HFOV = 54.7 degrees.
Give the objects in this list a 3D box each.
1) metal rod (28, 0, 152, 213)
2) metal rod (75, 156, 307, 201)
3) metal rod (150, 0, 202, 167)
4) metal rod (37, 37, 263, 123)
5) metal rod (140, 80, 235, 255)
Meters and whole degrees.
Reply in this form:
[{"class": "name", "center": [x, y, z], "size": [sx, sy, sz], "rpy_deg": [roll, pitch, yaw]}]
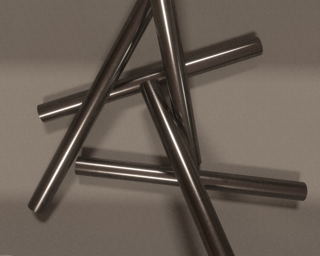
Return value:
[{"class": "metal rod", "center": [-0.088, -0.022, 0.387], "size": [0.025, 0.025, 0.299], "rpy_deg": [30, 99, -1]}, {"class": "metal rod", "center": [0.041, 0.067, 0.412], "size": [0.302, 0.025, 0.025], "rpy_deg": [7, 90, -1]}, {"class": "metal rod", "center": [0.014, -0.082, 0.345], "size": [0.025, 0.025, 0.298], "rpy_deg": [-13, 118, 0]}, {"class": "metal rod", "center": [-0.012, -0.064, 0.411], "size": [0.302, 0.025, 0.025], "rpy_deg": [-17, 90, -1]}, {"class": "metal rod", "center": [0.040, 0.075, 0.337], "size": [0.025, 0.025, 0.299], "rpy_deg": [-22, 69, 0]}]
